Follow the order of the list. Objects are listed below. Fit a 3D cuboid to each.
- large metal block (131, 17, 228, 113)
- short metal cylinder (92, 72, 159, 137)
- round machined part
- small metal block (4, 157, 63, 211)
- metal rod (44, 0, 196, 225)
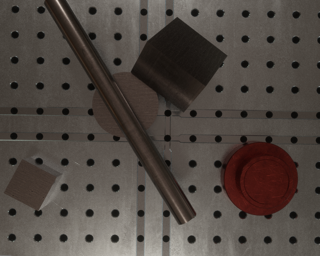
[{"bbox_3d":[0.025,-0.079,0.381,0.080,0.050,0.080,38,47,0],"label":"large metal block"},{"bbox_3d":[-0.042,-0.028,0.400,0.081,0.050,0.079,0,90,-1],"label":"short metal cylinder"},{"bbox_3d":[0.133,0.067,0.407,0.099,0.042,0.097,0,90,-1],"label":"round machined part"},{"bbox_3d":[-0.167,0.073,0.411,0.050,0.025,0.050,28,90,-1],"label":"small metal block"},{"bbox_3d":[-0.046,-0.022,0.362,0.025,0.025,0.299,-31,91,0],"label":"metal rod"}]
